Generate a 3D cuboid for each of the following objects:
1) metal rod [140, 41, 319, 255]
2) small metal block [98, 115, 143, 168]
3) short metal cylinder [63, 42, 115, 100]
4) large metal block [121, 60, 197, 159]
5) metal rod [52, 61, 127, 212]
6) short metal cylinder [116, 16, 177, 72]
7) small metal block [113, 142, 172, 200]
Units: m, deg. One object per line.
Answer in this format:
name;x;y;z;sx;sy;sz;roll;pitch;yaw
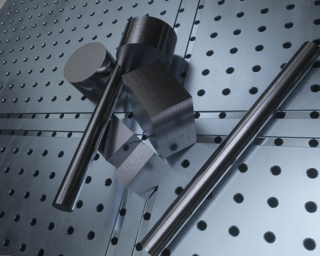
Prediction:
metal rod;0.085;0.019;0.352;0.300;0.025;0.025;-49;52;-7
small metal block;-0.061;0.018;0.429;0.050;0.025;0.050;-45;51;-4
short metal cylinder;-0.109;-0.093;0.506;0.080;0.050;0.080;-13;56;21
large metal block;0.000;-0.022;0.379;0.050;0.080;0.080;-26;50;-11
metal rod;-0.078;-0.028;0.438;0.025;0.025;0.300;-4;51;26
short metal cylinder;-0.019;-0.116;0.454;0.080;0.080;0.050;-1;61;28
small metal block;-0.019;0.052;0.370;0.025;0.050;0.050;35;82;38
